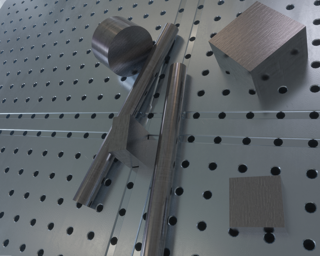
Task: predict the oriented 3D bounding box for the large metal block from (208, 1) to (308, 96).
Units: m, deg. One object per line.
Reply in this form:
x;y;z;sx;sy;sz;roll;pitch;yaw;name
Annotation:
0.123;-0.101;0.390;0.080;0.050;0.080;-40;51;1;large metal block

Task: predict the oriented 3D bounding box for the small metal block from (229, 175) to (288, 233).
0.098;0.077;0.310;0.050;0.025;0.050;-7;58;24;small metal block

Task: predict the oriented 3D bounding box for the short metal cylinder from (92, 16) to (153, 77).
-0.058;-0.126;0.481;0.080;0.080;0.050;-47;51;-4;short metal cylinder

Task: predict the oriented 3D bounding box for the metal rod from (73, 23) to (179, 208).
-0.042;-0.031;0.448;0.025;0.025;0.300;12;68;33;metal rod

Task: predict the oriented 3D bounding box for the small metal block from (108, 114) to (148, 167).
-0.040;0.017;0.402;0.025;0.050;0.050;-11;57;23;small metal block

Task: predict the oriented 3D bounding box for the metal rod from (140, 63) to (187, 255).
0.006;0.045;0.377;0.025;0.025;0.299;-5;59;25;metal rod
